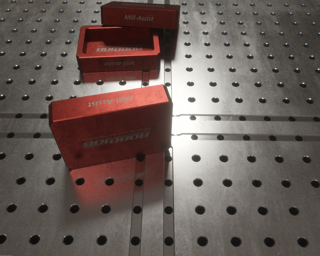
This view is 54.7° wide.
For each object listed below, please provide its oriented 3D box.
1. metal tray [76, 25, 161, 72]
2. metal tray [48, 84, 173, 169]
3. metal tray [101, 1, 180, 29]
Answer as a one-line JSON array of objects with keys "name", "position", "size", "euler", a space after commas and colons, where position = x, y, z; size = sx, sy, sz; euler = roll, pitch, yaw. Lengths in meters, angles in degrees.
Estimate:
[{"name": "metal tray", "position": [-0.067, -0.136, 0.517], "size": [0.131, 0.030, 0.090], "euler": [-3, 50, -3]}, {"name": "metal tray", "position": [-0.053, 0.000, 0.364], "size": [0.131, 0.089, 0.030], "euler": [-10, 51, -9]}, {"name": "metal tray", "position": [-0.031, -0.203, 0.553], "size": [0.131, 0.030, 0.090], "euler": [5, 28, 3]}]
